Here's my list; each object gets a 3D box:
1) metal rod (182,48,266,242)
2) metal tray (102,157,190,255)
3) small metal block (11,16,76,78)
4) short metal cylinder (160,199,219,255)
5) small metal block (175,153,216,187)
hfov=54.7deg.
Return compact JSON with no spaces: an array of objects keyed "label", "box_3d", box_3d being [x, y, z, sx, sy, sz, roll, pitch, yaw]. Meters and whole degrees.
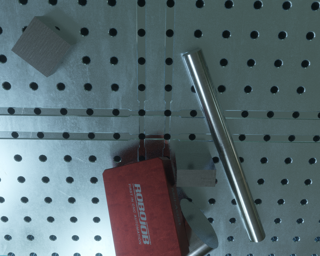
[{"label":"metal rod","box_3d":[0.095,0.037,0.428,0.025,0.025,0.299,-21,109,7]},{"label":"metal tray","box_3d":[-0.020,0.110,0.407,0.090,0.030,0.129,-15,79,20]},{"label":"small metal block","box_3d":[-0.140,-0.098,0.375,0.050,0.025,0.050,39,105,-14]},{"label":"short metal cylinder","box_3d":[0.037,0.148,0.439,0.050,0.080,0.080,-42,105,13]},{"label":"small metal block","box_3d":[0.047,0.056,0.422,0.050,0.050,0.025,0,110,-1]}]
